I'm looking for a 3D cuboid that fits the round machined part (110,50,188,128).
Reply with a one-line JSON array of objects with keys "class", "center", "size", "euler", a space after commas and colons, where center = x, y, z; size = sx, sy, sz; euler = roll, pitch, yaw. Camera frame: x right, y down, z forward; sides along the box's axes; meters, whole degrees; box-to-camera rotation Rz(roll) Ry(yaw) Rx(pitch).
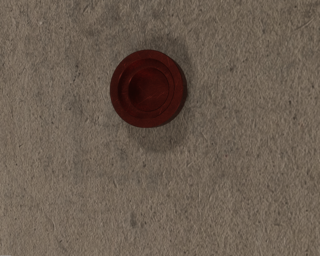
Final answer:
[{"class": "round machined part", "center": [-0.012, -0.049, 0.403], "size": [0.098, 0.042, 0.097], "euler": [0, 90, 19]}]
